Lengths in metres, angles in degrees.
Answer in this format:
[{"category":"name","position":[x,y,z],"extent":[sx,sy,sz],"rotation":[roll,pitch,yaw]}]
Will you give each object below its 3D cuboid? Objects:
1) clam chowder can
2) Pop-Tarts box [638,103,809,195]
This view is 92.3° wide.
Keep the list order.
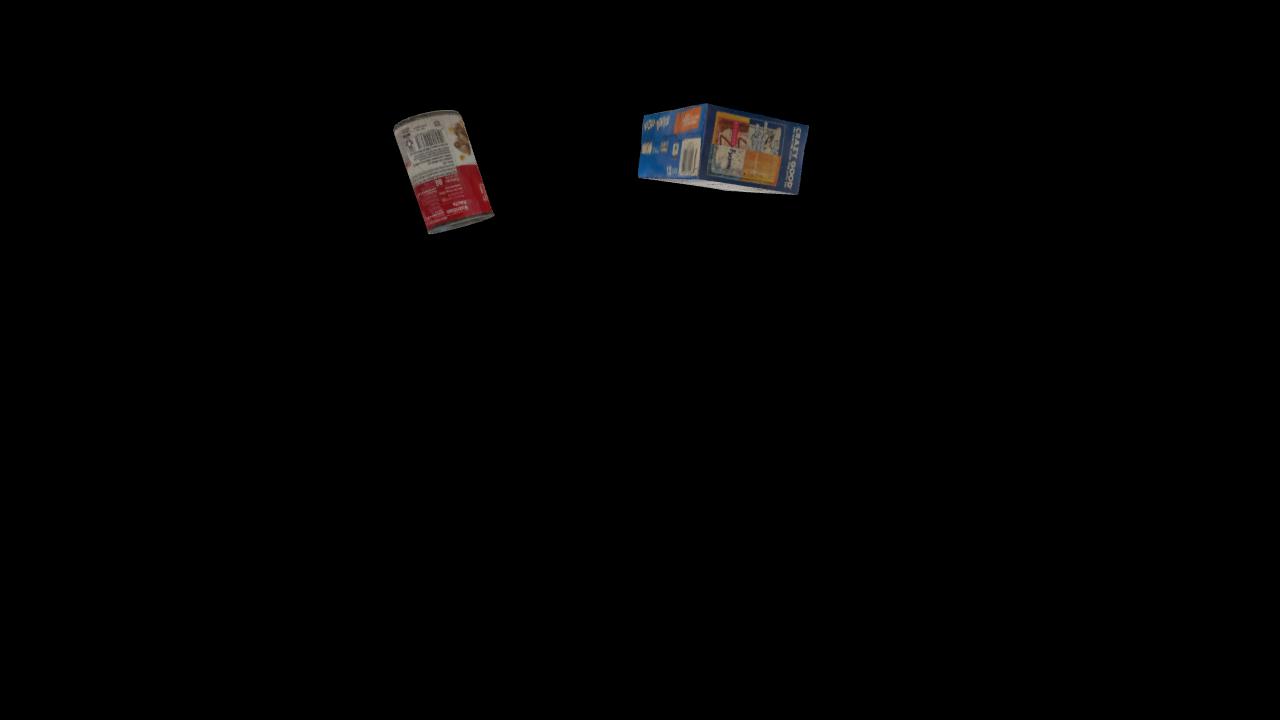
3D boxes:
[{"category":"clam chowder can","position":[-0.191,-0.182,0.600],"extent":[0.068,0.102,0.068],"rotation":[-16,12,3]},{"category":"Pop-Tarts box","position":[0.096,-0.256,0.759],"extent":[0.141,0.083,0.167],"rotation":[1,16,-25]}]
